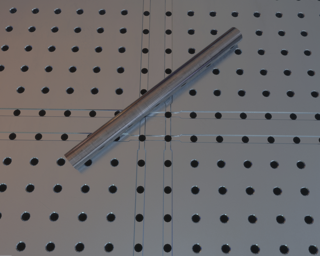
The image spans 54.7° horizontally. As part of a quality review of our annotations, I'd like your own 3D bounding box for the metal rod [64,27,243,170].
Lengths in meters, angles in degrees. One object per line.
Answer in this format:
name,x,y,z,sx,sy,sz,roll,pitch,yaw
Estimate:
metal rod,0.000,-0.048,0.429,0.301,0.025,0.025,-39,75,-13
